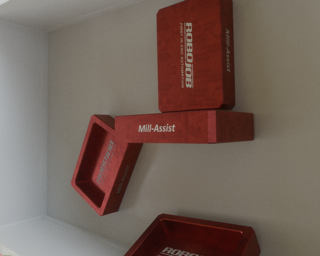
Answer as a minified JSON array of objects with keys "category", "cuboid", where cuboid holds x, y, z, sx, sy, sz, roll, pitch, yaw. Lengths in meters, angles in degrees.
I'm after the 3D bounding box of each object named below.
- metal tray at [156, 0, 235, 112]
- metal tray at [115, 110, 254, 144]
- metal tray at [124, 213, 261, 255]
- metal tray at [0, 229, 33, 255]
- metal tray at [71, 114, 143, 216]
[{"category":"metal tray","cuboid":[0.041,-0.084,0.370,0.090,0.030,0.129,-2,89,40]},{"category":"metal tray","cuboid":[0.025,0.000,0.343,0.130,0.091,0.030,-2,89,40]},{"category":"metal tray","cuboid":[0.030,0.140,0.337,0.130,0.091,0.030,-4,114,40]},{"category":"metal tray","cuboid":[-0.306,0.293,0.660,0.130,0.030,0.089,37,112,34]},{"category":"metal tray","cuboid":[-0.085,0.055,0.473,0.090,0.030,0.129,33,110,35]}]
